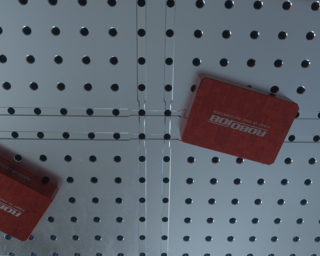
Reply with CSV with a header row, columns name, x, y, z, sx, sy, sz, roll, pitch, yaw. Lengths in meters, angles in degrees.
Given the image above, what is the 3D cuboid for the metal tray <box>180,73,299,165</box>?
name,x,y,z,sx,sy,sz,roll,pitch,yaw
metal tray,0.101,-0.010,0.408,0.131,0.030,0.089,15,109,-6

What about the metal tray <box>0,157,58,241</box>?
name,x,y,z,sx,sy,sz,roll,pitch,yaw
metal tray,-0.227,0.096,0.443,0.130,0.030,0.090,32,107,-12
